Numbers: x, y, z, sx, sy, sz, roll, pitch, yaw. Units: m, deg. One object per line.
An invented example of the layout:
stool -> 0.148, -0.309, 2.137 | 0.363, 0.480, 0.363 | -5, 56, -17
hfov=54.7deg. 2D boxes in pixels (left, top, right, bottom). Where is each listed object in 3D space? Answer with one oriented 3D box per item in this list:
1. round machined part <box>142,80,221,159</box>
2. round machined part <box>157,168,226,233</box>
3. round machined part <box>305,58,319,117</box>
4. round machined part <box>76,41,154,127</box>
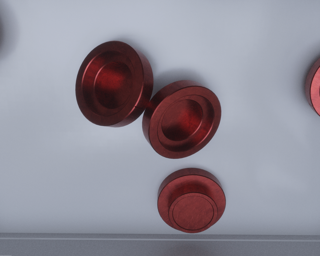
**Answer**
round machined part -> 0.023, -0.014, 0.384 | 0.099, 0.042, 0.097 | -13, 123, -21
round machined part -> 0.045, 0.110, 0.443 | 0.099, 0.042, 0.097 | 0, 110, 0
round machined part -> 0.230, -0.053, 0.379 | 0.098, 0.042, 0.097 | 3, 109, 8
round machined part -> -0.049, -0.049, 0.367 | 0.098, 0.042, 0.097 | -3, 84, 29
